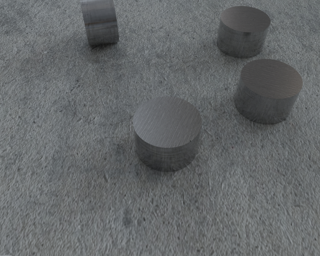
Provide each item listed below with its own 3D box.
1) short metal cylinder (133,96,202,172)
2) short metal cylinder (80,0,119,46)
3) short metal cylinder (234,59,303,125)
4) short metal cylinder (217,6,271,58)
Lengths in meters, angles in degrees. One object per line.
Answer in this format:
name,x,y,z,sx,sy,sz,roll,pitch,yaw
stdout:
short metal cylinder,0.009,0.007,0.381,0.080,0.050,0.080,0,50,0
short metal cylinder,-0.101,-0.181,0.519,0.050,0.080,0.080,-11,51,-9
short metal cylinder,0.148,-0.051,0.431,0.080,0.050,0.080,0,50,0
short metal cylinder,0.140,-0.163,0.525,0.080,0.050,0.080,0,50,0
